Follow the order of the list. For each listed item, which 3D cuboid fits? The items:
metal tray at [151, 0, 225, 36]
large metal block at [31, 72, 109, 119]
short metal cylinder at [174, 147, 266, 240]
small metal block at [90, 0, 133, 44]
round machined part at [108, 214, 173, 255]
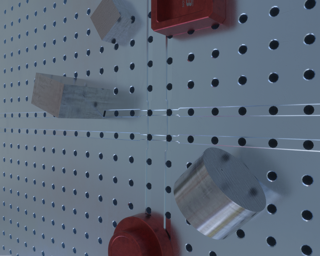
[{"bbox_3d":[0.032,-0.187,0.379,0.090,0.030,0.129,0,90,40],"label":"metal tray"},{"bbox_3d":[-0.143,-0.050,0.492,0.080,0.081,0.050,23,105,37],"label":"large metal block"},{"bbox_3d":[0.062,0.067,0.323,0.050,0.081,0.080,-51,60,28],"label":"short metal cylinder"},{"bbox_3d":[-0.074,-0.166,0.471,0.050,0.025,0.050,-42,65,32],"label":"small metal block"},{"bbox_3d":[-0.034,0.172,0.426,0.098,0.042,0.097,0,90,40],"label":"round machined part"}]
